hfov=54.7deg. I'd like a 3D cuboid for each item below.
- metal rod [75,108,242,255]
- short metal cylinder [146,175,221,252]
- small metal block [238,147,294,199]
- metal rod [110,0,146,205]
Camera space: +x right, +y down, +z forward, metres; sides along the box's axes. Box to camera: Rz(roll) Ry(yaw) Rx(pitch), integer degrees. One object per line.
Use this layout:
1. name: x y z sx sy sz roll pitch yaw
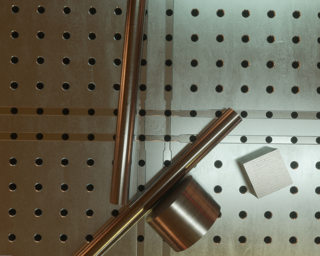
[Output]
1. metal rod: -0.007 0.086 0.413 0.300 0.025 0.025 -44 91 -1
2. short metal cylinder: 0.028 0.105 0.386 0.080 0.080 0.050 -43 90 0
3. small metal block: 0.141 0.060 0.415 0.050 0.025 0.050 -24 90 -1
4. metal rod: -0.041 -0.049 0.412 0.025 0.025 0.298 5 90 -1
